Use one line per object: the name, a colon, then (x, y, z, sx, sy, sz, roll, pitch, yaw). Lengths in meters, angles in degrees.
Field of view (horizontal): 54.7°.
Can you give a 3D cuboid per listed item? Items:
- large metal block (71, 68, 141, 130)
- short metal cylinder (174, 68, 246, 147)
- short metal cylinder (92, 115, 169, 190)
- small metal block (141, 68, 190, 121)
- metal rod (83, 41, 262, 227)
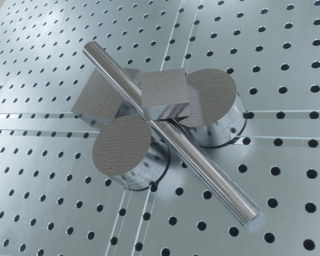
large metal block: (-0.066, -0.040, 0.444, 0.080, 0.050, 0.080, 12, 68, 33)
short metal cylinder: (0.058, -0.024, 0.372, 0.080, 0.050, 0.080, -13, 56, 21)
short metal cylinder: (-0.036, 0.031, 0.388, 0.080, 0.050, 0.080, -13, 56, 21)
small metal block: (0.006, -0.038, 0.351, 0.050, 0.025, 0.050, -7, 57, 4)
metal rod: (-0.002, -0.011, 0.366, 0.025, 0.025, 0.300, -43, 65, -1)
